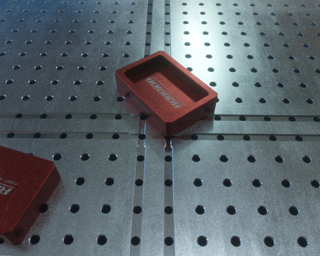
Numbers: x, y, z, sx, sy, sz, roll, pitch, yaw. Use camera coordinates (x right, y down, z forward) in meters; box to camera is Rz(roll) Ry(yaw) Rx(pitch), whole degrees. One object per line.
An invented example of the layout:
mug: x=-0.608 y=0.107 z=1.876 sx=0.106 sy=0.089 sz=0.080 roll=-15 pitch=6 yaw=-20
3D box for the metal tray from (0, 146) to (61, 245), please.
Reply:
metal tray: x=-0.193 y=0.065 z=0.347 sx=0.131 sy=0.030 sz=0.090 roll=14 pitch=51 yaw=11

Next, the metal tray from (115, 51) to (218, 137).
metal tray: x=0.007 y=-0.055 z=0.450 sx=0.091 sy=0.030 sz=0.130 roll=-30 pitch=57 yaw=-23
